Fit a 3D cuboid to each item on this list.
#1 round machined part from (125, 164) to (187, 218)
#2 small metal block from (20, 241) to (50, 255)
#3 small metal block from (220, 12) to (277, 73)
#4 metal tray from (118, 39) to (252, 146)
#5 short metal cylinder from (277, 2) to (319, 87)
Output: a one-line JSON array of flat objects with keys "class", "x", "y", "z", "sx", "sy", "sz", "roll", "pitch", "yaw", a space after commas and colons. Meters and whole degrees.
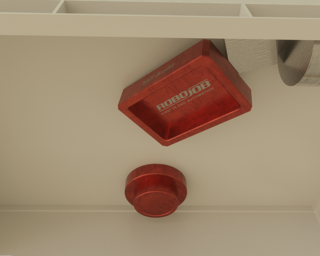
[{"class": "round machined part", "x": -0.006, "y": 0.105, "z": 0.487, "sx": 0.099, "sy": 0.042, "sz": 0.097, "roll": -1, "pitch": 130, "yaw": 0}, {"class": "small metal block", "x": -0.253, "y": 0.261, "z": 0.614, "sx": 0.050, "sy": 0.050, "sz": 0.025, "roll": -26, "pitch": 126, "yaw": 20}, {"class": "small metal block", "x": 0.096, "y": -0.090, "z": 0.334, "sx": 0.050, "sy": 0.025, "sz": 0.050, "roll": -13, "pitch": 129, "yaw": 10}, {"class": "metal tray", "x": 0.027, "y": -0.033, "z": 0.360, "sx": 0.130, "sy": 0.030, "sz": 0.090, "roll": -26, "pitch": 127, "yaw": 34}, {"class": "short metal cylinder", "x": 0.157, "y": -0.081, "z": 0.306, "sx": 0.050, "sy": 0.080, "sz": 0.079, "roll": 1, "pitch": 130, "yaw": -1}]
